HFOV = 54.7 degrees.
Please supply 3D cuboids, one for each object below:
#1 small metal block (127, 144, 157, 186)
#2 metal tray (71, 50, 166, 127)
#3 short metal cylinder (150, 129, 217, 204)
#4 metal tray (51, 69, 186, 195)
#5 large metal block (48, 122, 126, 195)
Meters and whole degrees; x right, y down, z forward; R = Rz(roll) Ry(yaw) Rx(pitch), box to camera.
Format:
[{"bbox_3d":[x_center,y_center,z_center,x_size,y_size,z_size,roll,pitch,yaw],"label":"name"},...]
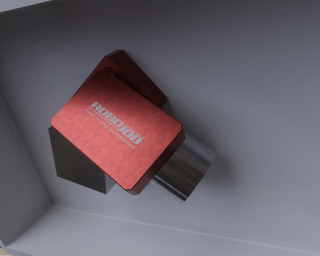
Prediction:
[{"bbox_3d":[-0.017,0.051,0.446,0.050,0.025,0.050,-32,101,38],"label":"small metal block"},{"bbox_3d":[-0.065,-0.030,0.417,0.090,0.030,0.129,47,129,-5],"label":"metal tray"},{"bbox_3d":[0.027,0.046,0.385,0.050,0.080,0.079,34,129,5],"label":"short metal cylinder"},{"bbox_3d":[-0.048,0.001,0.352,0.130,0.090,0.030,36,168,22],"label":"metal tray"},{"bbox_3d":[-0.095,0.032,0.417,0.080,0.050,0.079,15,125,19],"label":"large metal block"}]
